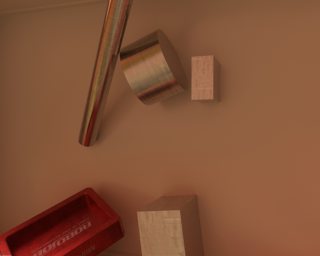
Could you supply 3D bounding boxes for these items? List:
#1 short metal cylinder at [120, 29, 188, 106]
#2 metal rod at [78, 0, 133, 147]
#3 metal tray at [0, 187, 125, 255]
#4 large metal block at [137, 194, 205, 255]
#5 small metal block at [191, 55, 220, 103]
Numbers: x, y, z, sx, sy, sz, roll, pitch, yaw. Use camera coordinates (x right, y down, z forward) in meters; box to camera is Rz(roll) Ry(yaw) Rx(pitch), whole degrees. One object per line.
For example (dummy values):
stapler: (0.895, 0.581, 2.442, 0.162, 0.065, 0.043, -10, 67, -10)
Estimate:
short metal cylinder: (-0.006, -0.074, 0.383, 0.050, 0.080, 0.080, -23, 83, 18)
metal rod: (-0.059, -0.092, 0.361, 0.025, 0.025, 0.298, 35, 128, 16)
metal tray: (-0.122, 0.135, 0.384, 0.090, 0.131, 0.030, 27, 135, 47)
large metal block: (0.016, 0.130, 0.375, 0.050, 0.080, 0.080, -8, 88, 19)
small metal block: (0.057, -0.057, 0.377, 0.025, 0.050, 0.050, 0, 90, 20)
